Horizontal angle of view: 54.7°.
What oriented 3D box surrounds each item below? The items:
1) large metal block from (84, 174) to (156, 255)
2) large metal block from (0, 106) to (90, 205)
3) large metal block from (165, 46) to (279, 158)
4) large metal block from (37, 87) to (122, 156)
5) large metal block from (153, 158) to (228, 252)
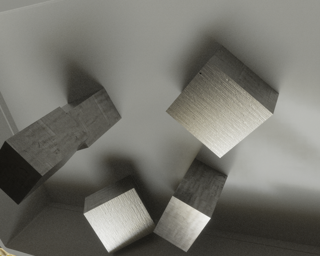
[{"bbox_3d":[-0.061,0.132,0.479,0.080,0.050,0.080,-27,108,-3],"label":"large metal block"},{"bbox_3d":[-0.141,0.032,0.362,0.050,0.080,0.080,46,129,-4],"label":"large metal block"},{"bbox_3d":[0.067,-0.028,0.339,0.080,0.050,0.080,41,129,0],"label":"large metal block"},{"bbox_3d":[-0.114,-0.007,0.427,0.080,0.080,0.050,-16,110,34],"label":"large metal block"},{"bbox_3d":[0.041,0.101,0.413,0.050,0.080,0.079,29,128,9],"label":"large metal block"}]
